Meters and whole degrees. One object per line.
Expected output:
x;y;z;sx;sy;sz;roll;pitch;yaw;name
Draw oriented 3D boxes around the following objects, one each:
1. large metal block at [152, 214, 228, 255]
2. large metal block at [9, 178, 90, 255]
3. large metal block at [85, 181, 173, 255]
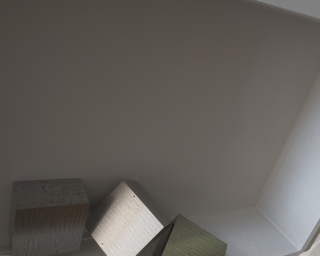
0.036;0.179;0.419;0.080;0.080;0.050;33;134;0;large metal block
-0.140;0.111;0.386;0.081;0.050;0.079;2;117;-30;large metal block
-0.043;0.129;0.422;0.080;0.080;0.050;-46;161;3;large metal block
